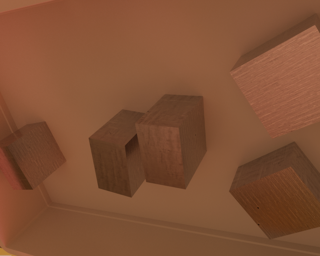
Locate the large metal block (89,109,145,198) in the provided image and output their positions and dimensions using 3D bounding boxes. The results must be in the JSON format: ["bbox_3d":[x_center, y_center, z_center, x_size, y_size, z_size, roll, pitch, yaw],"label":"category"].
[{"bbox_3d":[-0.044,0.031,0.414,0.050,0.080,0.079,10,123,22],"label":"large metal block"}]

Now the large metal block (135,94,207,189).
[{"bbox_3d":[0.018,0.013,0.371,0.050,0.080,0.079,6,121,25],"label":"large metal block"}]

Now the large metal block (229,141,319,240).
[{"bbox_3d":[0.143,0.075,0.363,0.080,0.050,0.080,-35,99,38],"label":"large metal block"}]

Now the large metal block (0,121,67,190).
[{"bbox_3d":[-0.216,0.045,0.512,0.050,0.080,0.080,-7,115,31],"label":"large metal block"}]

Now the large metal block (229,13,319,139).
[{"bbox_3d":[0.128,-0.047,0.296,0.080,0.050,0.080,-27,104,37],"label":"large metal block"}]
